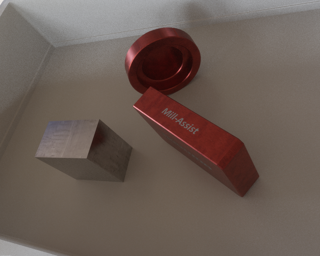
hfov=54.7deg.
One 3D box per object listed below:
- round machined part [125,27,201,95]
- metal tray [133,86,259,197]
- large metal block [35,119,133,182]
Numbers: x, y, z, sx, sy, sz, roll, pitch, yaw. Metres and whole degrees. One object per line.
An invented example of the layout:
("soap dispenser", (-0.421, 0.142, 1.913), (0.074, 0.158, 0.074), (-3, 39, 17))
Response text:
("round machined part", (0.001, -0.092, 0.413), (0.098, 0.098, 0.042), (-29, 52, 10))
("metal tray", (0.038, 0.014, 0.334), (0.030, 0.090, 0.130), (-50, 52, -6))
("large metal block", (-0.095, 0.031, 0.399), (0.080, 0.080, 0.050), (-2, 61, 27))
